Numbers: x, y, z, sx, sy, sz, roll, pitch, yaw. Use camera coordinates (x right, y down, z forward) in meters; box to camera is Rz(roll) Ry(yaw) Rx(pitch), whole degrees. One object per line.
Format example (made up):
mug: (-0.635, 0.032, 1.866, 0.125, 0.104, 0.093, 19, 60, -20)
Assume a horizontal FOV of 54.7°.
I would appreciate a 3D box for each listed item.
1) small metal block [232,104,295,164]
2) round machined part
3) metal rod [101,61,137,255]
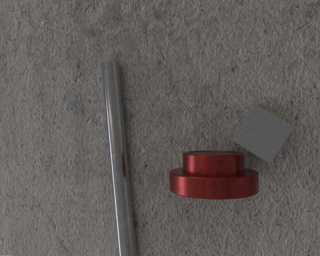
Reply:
small metal block: (0.121, 0.006, 0.366, 0.050, 0.025, 0.050, 33, 101, 16)
round machined part: (0.060, 0.048, 0.349, 0.098, 0.098, 0.042, 0, 90, 20)
metal rod: (-0.055, 0.058, 0.428, 0.025, 0.025, 0.298, -6, 88, 20)
